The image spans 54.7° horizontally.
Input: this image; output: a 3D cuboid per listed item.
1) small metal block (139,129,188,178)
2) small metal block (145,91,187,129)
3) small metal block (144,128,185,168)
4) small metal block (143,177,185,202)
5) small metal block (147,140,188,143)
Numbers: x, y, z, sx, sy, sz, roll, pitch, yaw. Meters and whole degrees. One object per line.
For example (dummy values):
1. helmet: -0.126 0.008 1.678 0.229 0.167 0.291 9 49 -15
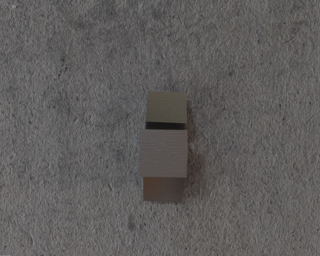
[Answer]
1. small metal block: 0.003 0.027 0.336 0.050 0.025 0.050 1 90 -1
2. small metal block: 0.008 -0.020 0.399 0.050 0.025 0.050 3 54 0
3. small metal block: 0.006 0.026 0.412 0.050 0.025 0.050 2 90 -1
4. small metal block: 0.004 0.069 0.399 0.050 0.025 0.050 2 131 -1
5. small metal block: 0.006 0.027 0.373 0.050 0.050 0.025 2 90 -1
